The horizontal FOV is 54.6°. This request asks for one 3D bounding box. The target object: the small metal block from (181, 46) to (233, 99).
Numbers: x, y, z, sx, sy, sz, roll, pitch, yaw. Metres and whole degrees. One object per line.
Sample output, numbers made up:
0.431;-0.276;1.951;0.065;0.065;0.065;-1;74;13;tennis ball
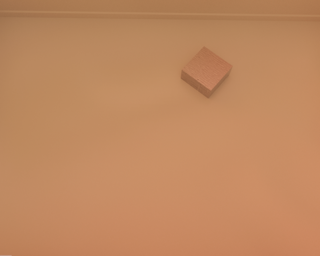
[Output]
0.065;-0.079;0.439;0.050;0.025;0.050;39;74;13;small metal block
